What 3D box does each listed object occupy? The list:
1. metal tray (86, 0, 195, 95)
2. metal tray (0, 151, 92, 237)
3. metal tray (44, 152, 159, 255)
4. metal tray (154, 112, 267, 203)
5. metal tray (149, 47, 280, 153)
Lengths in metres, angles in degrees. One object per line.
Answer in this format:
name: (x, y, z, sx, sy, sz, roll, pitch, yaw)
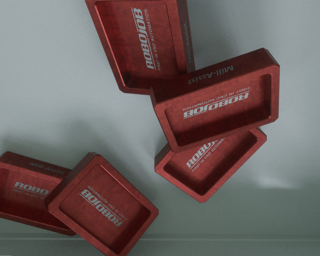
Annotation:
metal tray: (-0.014, -0.090, 0.328, 0.090, 0.030, 0.129, 7, 142, 19)
metal tray: (-0.170, 0.095, 0.441, 0.131, 0.030, 0.089, 18, 109, -7)
metal tray: (-0.074, 0.107, 0.415, 0.090, 0.030, 0.130, -49, 114, -17)
metal tray: (0.065, 0.029, 0.420, 0.090, 0.030, 0.130, 37, 106, -13)
metal tray: (0.063, -0.026, 0.345, 0.131, 0.030, 0.090, -19, 138, 4)
